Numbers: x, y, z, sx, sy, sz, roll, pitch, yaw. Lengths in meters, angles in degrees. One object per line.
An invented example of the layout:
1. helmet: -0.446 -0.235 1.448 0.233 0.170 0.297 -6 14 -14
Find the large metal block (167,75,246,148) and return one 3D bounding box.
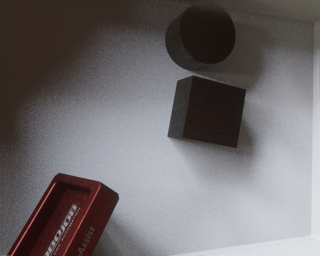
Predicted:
1. large metal block: 0.063 -0.020 0.422 0.081 0.050 0.080 11 86 -20

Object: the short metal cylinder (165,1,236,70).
1. short metal cylinder: 0.054 -0.122 0.418 0.081 0.050 0.079 0 90 -20

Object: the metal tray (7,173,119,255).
1. metal tray: -0.107 0.114 0.319 0.030 0.090 0.130 46 59 -37
